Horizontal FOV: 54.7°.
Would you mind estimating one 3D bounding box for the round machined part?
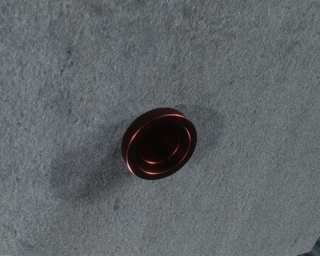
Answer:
[{"bbox_3d":[-0.004,0.016,0.405,0.099,0.042,0.097,-14,125,-21],"label":"round machined part"}]
